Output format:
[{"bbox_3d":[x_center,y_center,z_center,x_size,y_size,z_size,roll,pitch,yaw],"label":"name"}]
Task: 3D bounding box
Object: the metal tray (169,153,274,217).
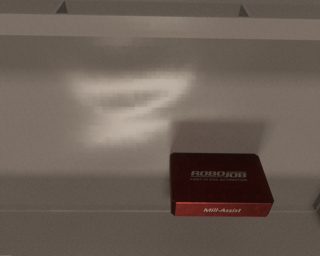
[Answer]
[{"bbox_3d":[0.080,0.077,0.433,0.131,0.090,0.030,1,130,-2],"label":"metal tray"}]
